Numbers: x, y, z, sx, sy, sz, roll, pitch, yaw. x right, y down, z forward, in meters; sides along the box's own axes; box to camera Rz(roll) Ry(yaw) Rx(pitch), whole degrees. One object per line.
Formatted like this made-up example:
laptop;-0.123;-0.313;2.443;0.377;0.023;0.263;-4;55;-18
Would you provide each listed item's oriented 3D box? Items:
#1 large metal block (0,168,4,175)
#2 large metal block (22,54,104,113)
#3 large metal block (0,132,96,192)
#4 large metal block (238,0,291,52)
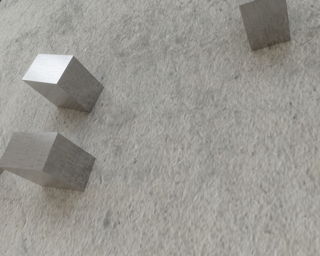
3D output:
large metal block;-0.309;0.067;0.486;0.050;0.080;0.080;27;77;37
large metal block;-0.150;-0.070;0.488;0.080;0.080;0.050;11;67;32
large metal block;-0.149;0.046;0.417;0.080;0.080;0.050;0;62;28
large metal block;0.130;-0.161;0.399;0.050;0.080;0.080;-13;56;21
